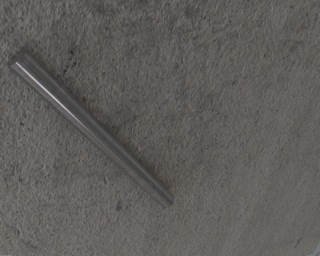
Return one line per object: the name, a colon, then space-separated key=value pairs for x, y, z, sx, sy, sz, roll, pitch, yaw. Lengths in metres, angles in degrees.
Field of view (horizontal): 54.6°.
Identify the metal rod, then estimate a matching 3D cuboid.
metal rod: x=-0.061 y=0.023 z=0.386 sx=0.025 sy=0.025 sz=0.300 roll=-40 pitch=129 yaw=-1
